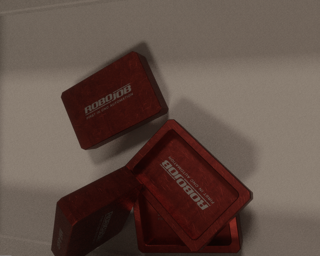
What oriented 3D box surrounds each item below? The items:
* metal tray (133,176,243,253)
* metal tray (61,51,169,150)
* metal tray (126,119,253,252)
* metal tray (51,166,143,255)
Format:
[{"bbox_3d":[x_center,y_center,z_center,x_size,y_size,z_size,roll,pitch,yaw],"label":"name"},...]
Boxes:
[{"bbox_3d":[0.033,0.109,0.395,0.130,0.030,0.089,-8,87,19],"label":"metal tray"},{"bbox_3d":[-0.065,-0.035,0.430,0.130,0.030,0.090,-26,82,17],"label":"metal tray"},{"bbox_3d":[0.030,0.064,0.363,0.090,0.030,0.130,-47,66,4],"label":"metal tray"},{"bbox_3d":[-0.078,0.108,0.370,0.030,0.091,0.129,47,138,22],"label":"metal tray"}]
